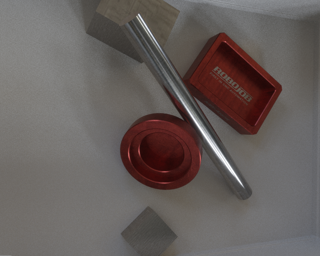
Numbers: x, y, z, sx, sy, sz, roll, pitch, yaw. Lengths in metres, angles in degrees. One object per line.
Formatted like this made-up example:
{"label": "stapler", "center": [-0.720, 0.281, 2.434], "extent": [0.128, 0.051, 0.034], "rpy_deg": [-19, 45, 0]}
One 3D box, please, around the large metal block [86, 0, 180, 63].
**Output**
{"label": "large metal block", "center": [-0.035, -0.125, 0.369], "extent": [0.080, 0.080, 0.050], "rpy_deg": [26, 82, -19]}

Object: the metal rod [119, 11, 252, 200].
{"label": "metal rod", "center": [0.047, -0.006, 0.384], "extent": [0.025, 0.025, 0.300], "rpy_deg": [-46, 122, -14]}

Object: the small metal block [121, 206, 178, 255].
{"label": "small metal block", "center": [-0.014, 0.141, 0.407], "extent": [0.050, 0.025, 0.050], "rpy_deg": [-43, 104, -15]}

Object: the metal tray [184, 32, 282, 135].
{"label": "metal tray", "center": [0.106, -0.061, 0.448], "extent": [0.130, 0.030, 0.090], "rpy_deg": [37, 78, -17]}

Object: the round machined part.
{"label": "round machined part", "center": [0.004, 0.025, 0.386], "extent": [0.098, 0.042, 0.097], "rpy_deg": [5, 117, 11]}
